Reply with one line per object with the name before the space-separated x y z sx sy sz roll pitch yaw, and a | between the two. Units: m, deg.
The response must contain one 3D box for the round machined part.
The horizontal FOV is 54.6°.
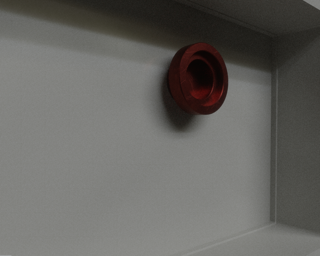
round machined part | 0.048 -0.067 0.435 0.099 0.042 0.097 0 90 -40
